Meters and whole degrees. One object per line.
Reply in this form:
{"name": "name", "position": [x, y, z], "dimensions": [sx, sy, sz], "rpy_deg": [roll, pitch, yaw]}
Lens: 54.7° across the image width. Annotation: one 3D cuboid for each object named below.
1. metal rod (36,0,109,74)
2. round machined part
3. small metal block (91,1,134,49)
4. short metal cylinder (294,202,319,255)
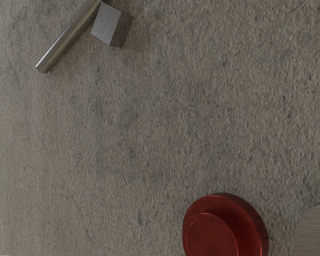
{"name": "metal rod", "position": [-0.122, -0.183, 0.505], "dimensions": [0.299, 0.025, 0.025], "rpy_deg": [-34, 69, 34]}
{"name": "round machined part", "position": [0.064, 0.124, 0.341], "dimensions": [0.098, 0.042, 0.097], "rpy_deg": [0, 90, 40]}
{"name": "small metal block", "position": [-0.072, -0.154, 0.465], "dimensions": [0.050, 0.025, 0.050], "rpy_deg": [38, 113, 33]}
{"name": "short metal cylinder", "position": [0.160, 0.096, 0.256], "dimensions": [0.080, 0.050, 0.079], "rpy_deg": [0, 90, 40]}
